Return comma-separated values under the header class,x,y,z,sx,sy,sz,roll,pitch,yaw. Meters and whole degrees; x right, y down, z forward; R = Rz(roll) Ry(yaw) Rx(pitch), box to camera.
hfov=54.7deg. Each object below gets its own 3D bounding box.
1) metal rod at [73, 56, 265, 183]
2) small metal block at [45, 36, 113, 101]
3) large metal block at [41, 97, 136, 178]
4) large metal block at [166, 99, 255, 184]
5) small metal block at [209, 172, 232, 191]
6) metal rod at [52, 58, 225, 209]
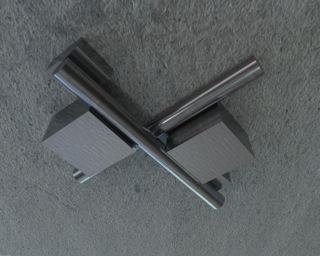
class,x,y,z,sx,sy,sz,roll,pitch,yaw
metal rod,-0.005,0.000,0.410,0.300,0.025,0.025,-32,124,24
small metal block,-0.090,-0.066,0.352,0.050,0.025,0.050,-30,124,23
large metal block,-0.086,0.007,0.395,0.080,0.050,0.080,-30,124,23
large metal block,0.065,0.019,0.409,0.080,0.050,0.080,-32,124,24
small metal block,0.072,0.074,0.474,0.050,0.025,0.050,-36,122,26
metal rod,-0.008,0.024,0.396,0.025,0.025,0.300,-32,124,24
